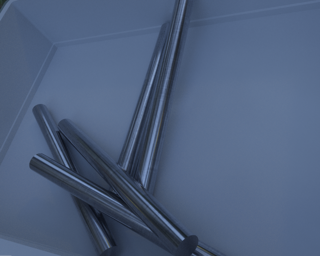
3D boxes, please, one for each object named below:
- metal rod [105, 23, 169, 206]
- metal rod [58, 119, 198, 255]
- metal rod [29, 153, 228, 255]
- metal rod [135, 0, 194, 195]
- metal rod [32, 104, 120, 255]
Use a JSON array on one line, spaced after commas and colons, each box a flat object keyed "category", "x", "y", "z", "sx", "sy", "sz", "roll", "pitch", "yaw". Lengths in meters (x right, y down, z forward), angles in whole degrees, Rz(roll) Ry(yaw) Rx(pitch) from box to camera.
[{"category": "metal rod", "x": -0.022, "y": -0.027, "z": 0.434, "sx": 0.025, "sy": 0.025, "sz": 0.300, "roll": 1, "pitch": 62, "yaw": 29}, {"category": "metal rod", "x": -0.062, "y": 0.050, "z": 0.375, "sx": 0.025, "sy": 0.025, "sz": 0.300, "roll": -50, "pitch": 42, "yaw": -7}, {"category": "metal rod", "x": -0.036, "y": 0.094, "z": 0.340, "sx": 0.300, "sy": 0.025, "sz": 0.025, "roll": 21, "pitch": 73, "yaw": 27}, {"category": "metal rod", "x": 0.006, "y": -0.048, "z": 0.391, "sx": 0.025, "sy": 0.025, "sz": 0.299, "roll": 5, "pitch": 76, "yaw": 30}, {"category": "metal rod", "x": -0.131, "y": 0.053, "z": 0.435, "sx": 0.025, "sy": 0.025, "sz": 0.300, "roll": -42, "pitch": 49, "yaw": 0}]
